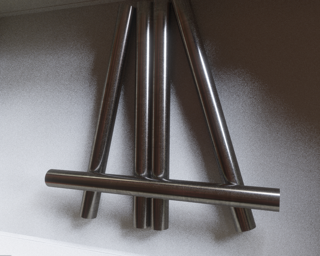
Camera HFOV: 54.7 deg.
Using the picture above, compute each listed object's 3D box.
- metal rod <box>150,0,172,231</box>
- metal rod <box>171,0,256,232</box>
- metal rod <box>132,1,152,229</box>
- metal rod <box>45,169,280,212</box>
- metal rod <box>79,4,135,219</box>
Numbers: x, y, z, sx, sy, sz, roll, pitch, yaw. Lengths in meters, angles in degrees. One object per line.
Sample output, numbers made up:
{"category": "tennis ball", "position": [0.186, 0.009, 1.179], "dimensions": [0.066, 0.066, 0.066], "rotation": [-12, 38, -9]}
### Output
{"category": "metal rod", "position": [0.001, -0.018, 0.409], "dimensions": [0.025, 0.025, 0.298], "rotation": [1, 90, 20]}
{"category": "metal rod", "position": [0.065, -0.023, 0.386], "dimensions": [0.025, 0.025, 0.299], "rotation": [-17, 84, 19]}
{"category": "metal rod", "position": [-0.022, -0.017, 0.417], "dimensions": [0.025, 0.025, 0.298], "rotation": [1, 90, 20]}
{"category": "metal rod", "position": [-0.012, 0.074, 0.386], "dimensions": [0.301, 0.025, 0.025], "rotation": [2, 91, 20]}
{"category": "metal rod", "position": [-0.074, -0.020, 0.435], "dimensions": [0.025, 0.025, 0.298], "rotation": [13, 94, 19]}
